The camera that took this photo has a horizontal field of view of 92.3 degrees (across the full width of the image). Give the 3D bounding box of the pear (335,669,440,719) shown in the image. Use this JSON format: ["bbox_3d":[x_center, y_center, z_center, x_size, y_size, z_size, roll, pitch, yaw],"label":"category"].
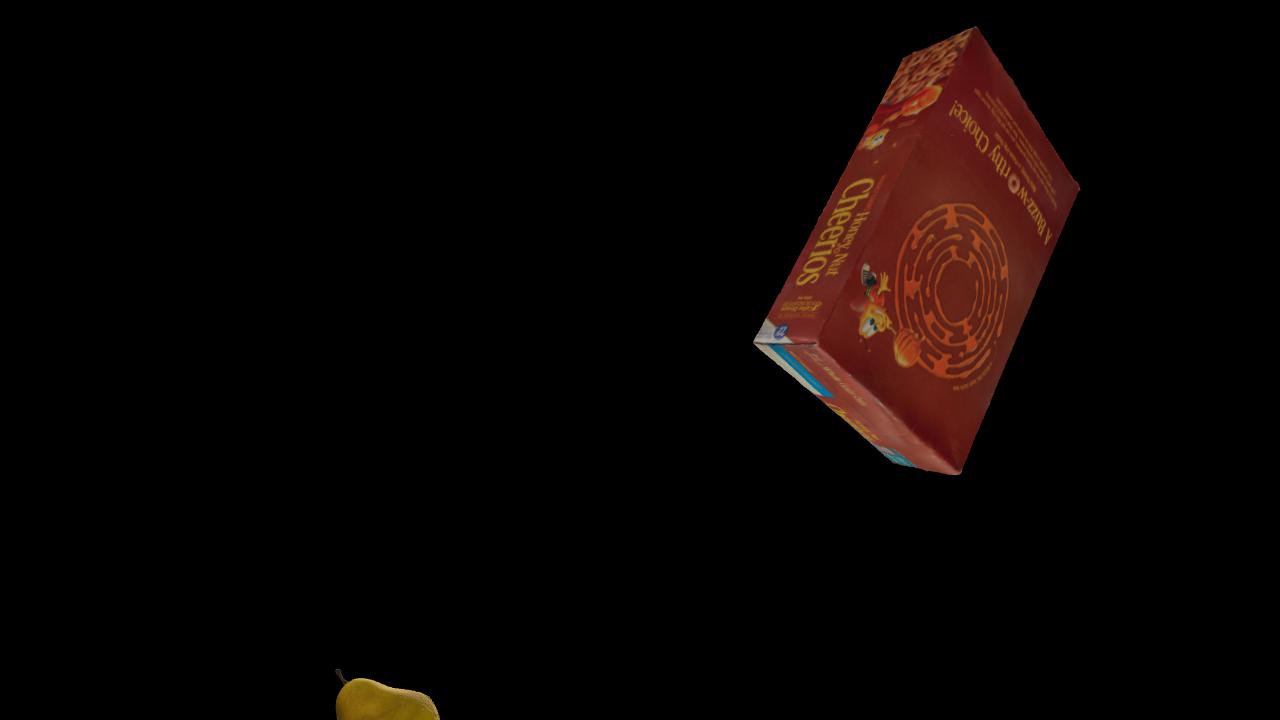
[{"bbox_3d":[-0.228,0.307,0.526,0.111,0.080,0.080,37,4,6],"label":"pear"}]

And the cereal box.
[{"bbox_3d":[0.244,-0.084,0.520,0.203,0.306,0.081,35,-13,-26],"label":"cereal box"}]
